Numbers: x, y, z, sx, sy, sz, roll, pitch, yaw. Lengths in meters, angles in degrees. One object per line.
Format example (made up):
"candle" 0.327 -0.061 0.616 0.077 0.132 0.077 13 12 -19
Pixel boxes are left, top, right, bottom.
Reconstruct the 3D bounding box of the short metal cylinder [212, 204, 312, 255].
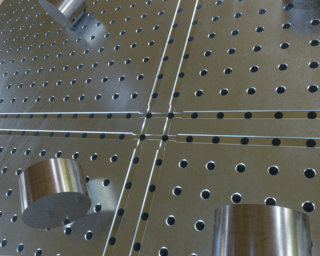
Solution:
"short metal cylinder" 0.086 0.101 0.266 0.080 0.080 0.050 -5 60 25

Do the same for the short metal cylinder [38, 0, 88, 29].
"short metal cylinder" -0.194 -0.248 0.624 0.080 0.080 0.050 27 77 37

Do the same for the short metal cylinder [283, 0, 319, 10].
"short metal cylinder" 0.203 -0.206 0.412 0.080 0.050 0.080 -13 56 20

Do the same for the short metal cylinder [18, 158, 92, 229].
"short metal cylinder" -0.132 0.083 0.389 0.080 0.080 0.050 -32 52 7
